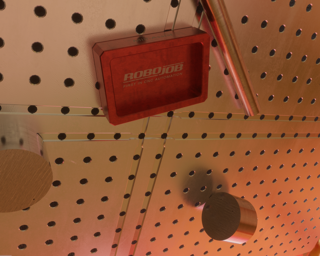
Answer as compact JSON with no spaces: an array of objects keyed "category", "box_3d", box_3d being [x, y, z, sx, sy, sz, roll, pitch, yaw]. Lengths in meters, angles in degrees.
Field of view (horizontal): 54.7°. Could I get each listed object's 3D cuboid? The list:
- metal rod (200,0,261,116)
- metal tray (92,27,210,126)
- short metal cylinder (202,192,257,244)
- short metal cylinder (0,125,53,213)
[{"category":"metal rod","box_3d":[0.075,-0.123,0.375,0.025,0.025,0.300,-37,129,-3]},{"category":"metal tray","box_3d":[-0.006,-0.062,0.366,0.131,0.030,0.089,-16,125,-20]},{"category":"short metal cylinder","box_3d":[0.120,0.156,0.538,0.050,0.080,0.080,26,104,-37]},{"category":"short metal cylinder","box_3d":[-0.161,0.043,0.333,0.081,0.050,0.079,-14,124,-21]}]
